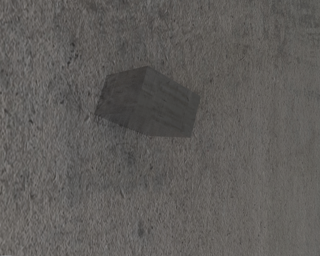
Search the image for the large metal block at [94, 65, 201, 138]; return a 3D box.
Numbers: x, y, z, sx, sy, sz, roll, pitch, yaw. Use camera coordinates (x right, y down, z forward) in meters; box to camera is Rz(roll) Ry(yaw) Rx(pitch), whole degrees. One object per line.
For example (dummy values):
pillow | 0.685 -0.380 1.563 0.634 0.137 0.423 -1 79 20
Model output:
large metal block | -0.015 -0.026 0.356 0.080 0.080 0.050 24 75 -38
